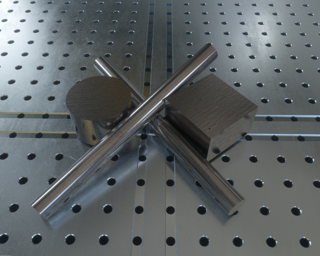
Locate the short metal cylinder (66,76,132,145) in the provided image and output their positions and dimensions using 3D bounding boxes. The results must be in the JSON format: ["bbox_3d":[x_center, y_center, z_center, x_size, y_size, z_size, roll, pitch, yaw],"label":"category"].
[{"bbox_3d":[-0.077,-0.023,0.405,0.081,0.050,0.080,0,50,0],"label":"short metal cylinder"}]

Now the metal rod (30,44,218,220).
[{"bbox_3d":[-0.029,-0.009,0.383,0.025,0.025,0.301,35,66,25],"label":"metal rod"}]

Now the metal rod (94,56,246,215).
[{"bbox_3d":[-0.005,-0.008,0.409,0.025,0.025,0.300,-29,56,-22],"label":"metal rod"}]

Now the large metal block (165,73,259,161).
[{"bbox_3d":[0.063,-0.015,0.399,0.081,0.050,0.080,-31,57,-24],"label":"large metal block"}]
